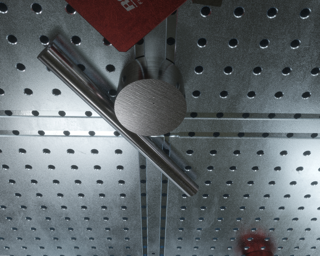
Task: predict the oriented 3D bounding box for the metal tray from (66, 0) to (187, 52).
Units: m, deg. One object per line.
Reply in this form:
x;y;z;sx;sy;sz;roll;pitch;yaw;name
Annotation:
-0.048;-0.145;0.284;0.090;0.030;0.130;-34;123;25;metal tray

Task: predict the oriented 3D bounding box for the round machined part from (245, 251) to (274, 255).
0.214;0.297;0.657;0.099;0.042;0.097;-1;130;0;round machined part

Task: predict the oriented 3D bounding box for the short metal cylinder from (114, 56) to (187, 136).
-0.011;-0.037;0.364;0.081;0.050;0.079;-1;130;0;short metal cylinder

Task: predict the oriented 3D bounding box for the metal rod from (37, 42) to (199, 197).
-0.037;0.007;0.416;0.025;0.025;0.300;-29;125;22;metal rod

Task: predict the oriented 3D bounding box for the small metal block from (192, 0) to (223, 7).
0.044;-0.143;0.275;0.025;0.050;0.050;5;130;-6;small metal block
